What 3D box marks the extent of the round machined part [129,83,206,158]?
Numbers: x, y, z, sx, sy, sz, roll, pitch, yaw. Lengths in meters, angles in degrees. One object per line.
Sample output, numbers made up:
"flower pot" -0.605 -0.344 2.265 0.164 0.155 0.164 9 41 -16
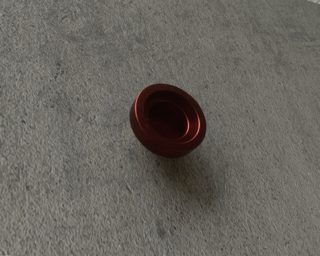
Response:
"round machined part" 0.007 -0.006 0.400 0.099 0.042 0.098 13 56 -21
